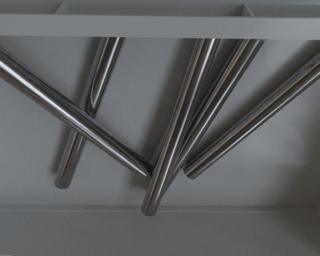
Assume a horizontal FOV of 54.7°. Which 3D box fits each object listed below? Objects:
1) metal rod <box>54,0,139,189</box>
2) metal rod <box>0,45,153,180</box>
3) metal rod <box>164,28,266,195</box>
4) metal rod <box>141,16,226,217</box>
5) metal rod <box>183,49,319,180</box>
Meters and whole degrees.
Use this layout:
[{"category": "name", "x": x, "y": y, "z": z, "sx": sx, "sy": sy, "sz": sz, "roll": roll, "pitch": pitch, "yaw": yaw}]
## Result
[{"category": "metal rod", "x": -0.092, "y": -0.020, "z": 0.390, "sx": 0.025, "sy": 0.025, "sz": 0.298, "roll": 18, "pitch": 128, "yaw": -15}, {"category": "metal rod", "x": -0.100, "y": -0.013, "z": 0.358, "sx": 0.025, "sy": 0.025, "sz": 0.300, "roll": -27, "pitch": 135, "yaw": 21}, {"category": "metal rod", "x": 0.045, "y": 0.007, "z": 0.415, "sx": 0.025, "sy": 0.025, "sz": 0.298, "roll": 17, "pitch": 128, "yaw": -14}, {"category": "metal rod", "x": 0.019, "y": 0.009, "z": 0.399, "sx": 0.025, "sy": 0.025, "sz": 0.298, "roll": 11, "pitch": 124, "yaw": -9}, {"category": "metal rod", "x": 0.134, "y": -0.025, "z": 0.388, "sx": 0.025, "sy": 0.025, "sz": 0.299, "roll": 30, "pitch": 124, "yaw": -23}]
